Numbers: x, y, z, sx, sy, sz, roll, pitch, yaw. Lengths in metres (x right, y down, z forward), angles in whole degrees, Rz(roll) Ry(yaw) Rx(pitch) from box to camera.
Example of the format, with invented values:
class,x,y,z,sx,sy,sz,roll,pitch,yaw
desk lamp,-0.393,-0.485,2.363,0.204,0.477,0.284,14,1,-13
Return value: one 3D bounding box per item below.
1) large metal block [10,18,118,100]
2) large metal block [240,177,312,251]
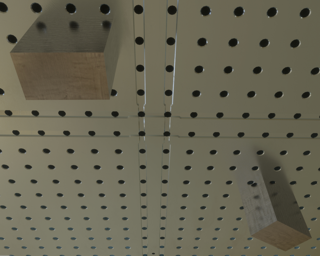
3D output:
class,x,y,z,sx,sy,sz,roll,pitch,yaw
large metal block,-0.089,-0.072,0.313,0.081,0.080,0.050,0,130,0
large metal block,0.183,0.138,0.496,0.080,0.080,0.050,29,124,-23
